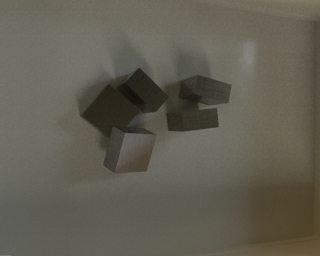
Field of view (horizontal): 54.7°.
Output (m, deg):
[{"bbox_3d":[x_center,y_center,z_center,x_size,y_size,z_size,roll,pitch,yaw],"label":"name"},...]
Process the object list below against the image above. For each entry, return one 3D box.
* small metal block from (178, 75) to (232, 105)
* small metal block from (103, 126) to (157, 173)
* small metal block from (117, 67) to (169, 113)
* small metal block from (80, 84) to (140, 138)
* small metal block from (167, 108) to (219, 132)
[{"bbox_3d":[0.060,-0.050,0.419,0.050,0.050,0.025,12,86,-20],"label":"small metal block"},{"bbox_3d":[-0.037,0.027,0.381,0.050,0.025,0.050,5,105,-45],"label":"small metal block"},{"bbox_3d":[-0.023,-0.045,0.389,0.050,0.050,0.025,43,77,-15],"label":"small metal block"},{"bbox_3d":[-0.063,-0.018,0.387,0.050,0.025,0.050,40,77,-16],"label":"small metal block"},{"bbox_3d":[0.042,-0.011,0.413,0.050,0.050,0.025,-7,93,-20],"label":"small metal block"}]
